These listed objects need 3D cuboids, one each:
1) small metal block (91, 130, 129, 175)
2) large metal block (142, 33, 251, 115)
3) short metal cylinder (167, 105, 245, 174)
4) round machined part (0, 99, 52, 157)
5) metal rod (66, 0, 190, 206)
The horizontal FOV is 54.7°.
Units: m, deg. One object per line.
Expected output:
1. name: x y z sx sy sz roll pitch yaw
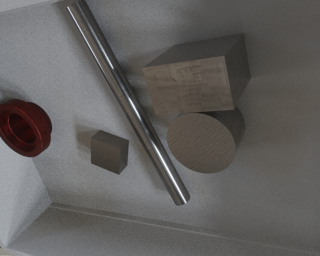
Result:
1. small metal block: -0.076 0.037 0.470 0.050 0.025 0.050 19 126 16
2. large metal block: 0.041 -0.056 0.316 0.080 0.080 0.050 -2 117 29
3. short metal cylinder: 0.055 0.007 0.367 0.080 0.050 0.079 13 124 20
4. round machined part: -0.218 -0.004 0.507 0.098 0.042 0.097 13 124 20
5. metal rod: -0.034 -0.021 0.411 0.025 0.025 0.299 -16 110 34
